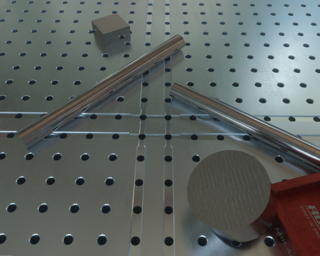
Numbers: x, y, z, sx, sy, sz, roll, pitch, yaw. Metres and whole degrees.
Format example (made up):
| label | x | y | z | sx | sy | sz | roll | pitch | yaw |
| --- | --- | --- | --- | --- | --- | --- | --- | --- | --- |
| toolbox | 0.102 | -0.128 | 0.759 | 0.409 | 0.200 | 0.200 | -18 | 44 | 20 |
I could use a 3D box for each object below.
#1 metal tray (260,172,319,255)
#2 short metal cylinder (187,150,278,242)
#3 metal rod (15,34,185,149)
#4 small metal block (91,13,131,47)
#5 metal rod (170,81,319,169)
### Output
| label | x | y | z | sx | sy | sz | roll | pitch | yaw |
| --- | --- | --- | --- | --- | --- | --- | --- | --- | --- |
| metal tray | 0.170 | 0.111 | 0.312 | 0.091 | 0.030 | 0.130 | -11 | 51 | -10 |
| short metal cylinder | 0.074 | 0.069 | 0.315 | 0.080 | 0.050 | 0.080 | -14 | 55 | 21 |
| metal rod | -0.071 | -0.067 | 0.462 | 0.025 | 0.025 | 0.302 | 37 | 59 | 26 |
| small metal block | -0.088 | -0.177 | 0.555 | 0.050 | 0.025 | 0.050 | -25 | 55 | -20 |
| metal rod | 0.144 | 0.009 | 0.402 | 0.300 | 0.025 | 0.025 | 28 | 55 | 21 |
